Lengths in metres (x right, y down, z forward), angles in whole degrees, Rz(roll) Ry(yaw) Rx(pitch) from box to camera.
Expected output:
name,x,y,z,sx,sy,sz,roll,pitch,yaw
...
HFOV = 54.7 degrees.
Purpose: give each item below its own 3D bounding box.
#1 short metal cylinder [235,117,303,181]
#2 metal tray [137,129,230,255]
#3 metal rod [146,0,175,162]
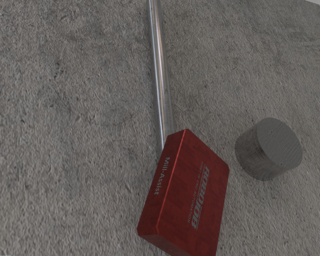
name,x,y,z,sx,sy,sz,roll,pitch,yaw
short metal cylinder,0.158,0.031,0.454,0.081,0.050,0.080,14,56,-21
metal tray,0.033,0.077,0.353,0.090,0.030,0.130,41,48,-26
metal rod,0.000,-0.083,0.454,0.025,0.025,0.299,9,58,-24
